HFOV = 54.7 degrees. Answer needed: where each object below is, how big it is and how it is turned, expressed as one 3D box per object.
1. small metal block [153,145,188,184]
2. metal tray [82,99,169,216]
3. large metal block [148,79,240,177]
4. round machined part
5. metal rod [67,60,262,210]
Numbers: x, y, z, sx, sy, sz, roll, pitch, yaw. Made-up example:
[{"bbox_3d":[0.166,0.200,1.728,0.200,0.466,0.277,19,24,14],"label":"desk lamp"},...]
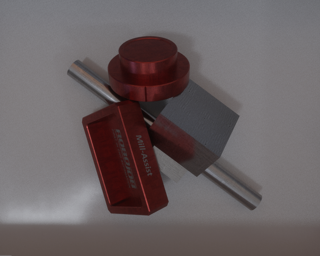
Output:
[{"bbox_3d":[0.008,0.042,0.397,0.050,0.050,0.025,38,90,-1],"label":"small metal block"},{"bbox_3d":[-0.046,0.038,0.378,0.030,0.090,0.129,-17,90,-41],"label":"metal tray"},{"bbox_3d":[0.040,-0.002,0.378,0.080,0.050,0.080,37,47,0],"label":"large metal block"},{"bbox_3d":[-0.013,-0.077,0.371,0.099,0.098,0.042,-2,131,-1],"label":"round machined part"},{"bbox_3d":[0.007,0.010,0.410,0.301,0.025,0.025,37,90,-1],"label":"metal rod"}]
